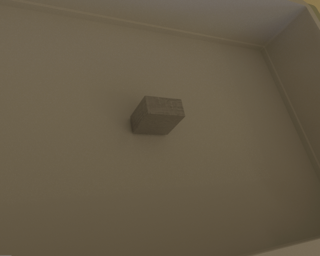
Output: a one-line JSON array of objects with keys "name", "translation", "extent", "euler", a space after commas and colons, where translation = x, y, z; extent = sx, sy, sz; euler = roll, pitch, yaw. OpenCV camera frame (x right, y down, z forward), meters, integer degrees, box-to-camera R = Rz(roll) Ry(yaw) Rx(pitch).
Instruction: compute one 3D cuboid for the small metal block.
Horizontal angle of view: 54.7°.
[{"name": "small metal block", "translation": [-0.004, -0.015, 0.393], "extent": [0.050, 0.050, 0.025], "euler": [3, 60, -27]}]
